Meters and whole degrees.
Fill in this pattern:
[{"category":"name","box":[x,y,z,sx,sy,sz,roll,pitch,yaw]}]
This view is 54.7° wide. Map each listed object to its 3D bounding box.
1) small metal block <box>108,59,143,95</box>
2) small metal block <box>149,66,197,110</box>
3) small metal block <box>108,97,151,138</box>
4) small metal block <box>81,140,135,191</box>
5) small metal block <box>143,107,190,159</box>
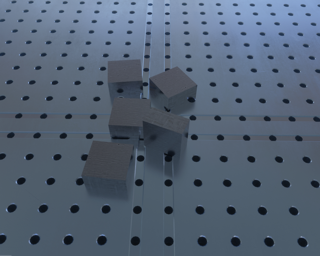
[{"category":"small metal block","box":[-0.053,-0.078,0.473,0.050,0.025,0.050,-4,50,-4]},{"category":"small metal block","box":[0.019,-0.060,0.458,0.050,0.025,0.050,-26,55,-21]},{"category":"small metal block","box":[-0.039,-0.014,0.419,0.050,0.025,0.050,3,50,2]},{"category":"small metal block","box":[-0.060,0.045,0.369,0.050,0.025,0.050,6,50,4]},{"category":"small metal block","box":[0.007,0.006,0.386,0.050,0.050,0.025,19,53,15]}]
